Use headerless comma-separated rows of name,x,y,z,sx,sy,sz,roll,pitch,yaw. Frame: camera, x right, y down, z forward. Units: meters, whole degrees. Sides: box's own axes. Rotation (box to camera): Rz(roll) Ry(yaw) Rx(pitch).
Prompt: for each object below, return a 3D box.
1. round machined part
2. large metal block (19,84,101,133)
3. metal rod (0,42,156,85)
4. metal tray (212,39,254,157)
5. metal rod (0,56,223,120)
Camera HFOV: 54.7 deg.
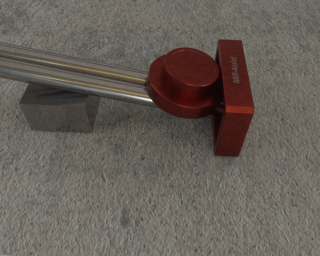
round machined part,0.035,-0.062,0.383,0.099,0.042,0.098,7,52,-9
large metal block,-0.128,-0.042,0.417,0.080,0.050,0.080,3,50,2
metal rod,-0.064,-0.070,0.404,0.302,0.025,0.025,10,50,-9
metal tray,0.087,-0.040,0.396,0.030,0.089,0.130,3,50,2
metal rod,-0.066,-0.050,0.387,0.302,0.025,0.025,10,50,-8
